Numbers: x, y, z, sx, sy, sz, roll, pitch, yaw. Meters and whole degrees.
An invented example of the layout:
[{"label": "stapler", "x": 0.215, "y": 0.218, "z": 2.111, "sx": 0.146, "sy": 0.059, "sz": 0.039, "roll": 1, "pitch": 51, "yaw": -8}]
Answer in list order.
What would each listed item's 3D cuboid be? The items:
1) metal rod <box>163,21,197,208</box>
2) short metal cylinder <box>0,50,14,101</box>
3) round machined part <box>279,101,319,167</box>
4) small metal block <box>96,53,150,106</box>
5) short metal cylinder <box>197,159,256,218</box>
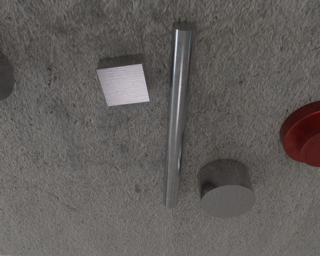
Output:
[{"label": "metal rod", "x": 0.021, "y": 0.009, "z": 0.414, "sx": 0.025, "sy": 0.025, "sz": 0.298, "roll": 1, "pitch": 130, "yaw": -1}, {"label": "short metal cylinder", "x": -0.203, "y": -0.056, "z": 0.322, "sx": 0.050, "sy": 0.080, "sz": 0.080, "roll": -22, "pitch": 127, "yaw": 17}, {"label": "round machined part", "x": 0.215, "y": 0.014, "z": 0.410, "sx": 0.099, "sy": 0.042, "sz": 0.097, "roll": 0, "pitch": 130, "yaw": 0}, {"label": "small metal block", "x": -0.041, "y": -0.055, "z": 0.360, "sx": 0.050, "sy": 0.025, "sz": 0.050, "roll": -7, "pitch": 130, "yaw": 5}, {"label": "short metal cylinder", "x": 0.099, "y": 0.093, "z": 0.471, "sx": 0.081, "sy": 0.050, "sz": 0.079, "roll": 0, "pitch": 130, "yaw": 0}]
